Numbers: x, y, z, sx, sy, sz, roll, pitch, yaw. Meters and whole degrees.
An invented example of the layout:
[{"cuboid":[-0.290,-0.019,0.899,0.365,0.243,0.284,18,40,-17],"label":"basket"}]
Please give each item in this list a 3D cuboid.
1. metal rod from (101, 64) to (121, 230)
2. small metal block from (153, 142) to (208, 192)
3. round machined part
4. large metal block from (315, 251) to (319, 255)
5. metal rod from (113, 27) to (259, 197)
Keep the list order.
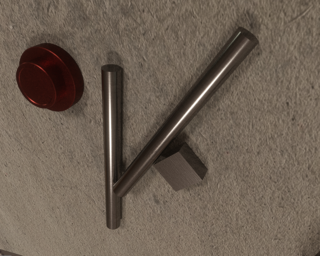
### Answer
[{"cuboid":[-0.073,0.048,0.472,0.025,0.025,0.298,17,125,18],"label":"metal rod"},{"cuboid":[0.028,0.054,0.424,0.050,0.025,0.050,-33,101,38],"label":"small metal block"},{"cuboid":[-0.161,-0.066,0.437,0.098,0.042,0.097,13,124,20],"label":"round machined part"},{"cuboid":[0.214,0.207,0.387,0.050,0.080,0.079,26,127,12],"label":"large metal block"},{"cuboid":[0.013,0.002,0.393,0.025,0.025,0.298,39,127,1],"label":"metal rod"}]
